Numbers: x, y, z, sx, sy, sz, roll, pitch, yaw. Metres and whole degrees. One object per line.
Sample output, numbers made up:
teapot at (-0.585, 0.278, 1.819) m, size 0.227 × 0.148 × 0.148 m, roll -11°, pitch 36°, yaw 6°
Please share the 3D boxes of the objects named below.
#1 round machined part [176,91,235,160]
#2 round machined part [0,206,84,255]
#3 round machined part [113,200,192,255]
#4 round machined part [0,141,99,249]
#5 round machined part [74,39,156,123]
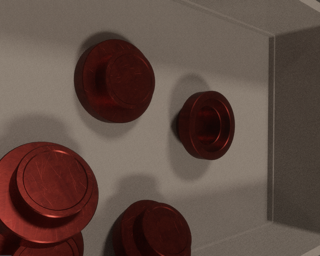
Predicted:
round machined part at (0.062, -0.004, 0.450) m, size 0.099 × 0.042 × 0.097 m, roll 0°, pitch 90°, yaw -40°
round machined part at (-0.118, 0.128, 0.298) m, size 0.099 × 0.042 × 0.097 m, roll 0°, pitch 90°, yaw -40°
round machined part at (-0.002, 0.128, 0.363) m, size 0.098 × 0.042 × 0.098 m, roll 26°, pitch 37°, yaw -21°
round machined part at (-0.101, 0.055, 0.284) m, size 0.099 × 0.042 × 0.098 m, roll 23°, pitch 47°, yaw -26°
round machined part at (-0.044, -0.054, 0.360) m, size 0.099 × 0.042 × 0.097 m, roll 0°, pitch 90°, yaw -40°
